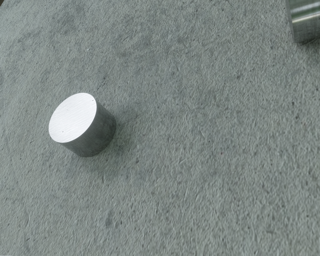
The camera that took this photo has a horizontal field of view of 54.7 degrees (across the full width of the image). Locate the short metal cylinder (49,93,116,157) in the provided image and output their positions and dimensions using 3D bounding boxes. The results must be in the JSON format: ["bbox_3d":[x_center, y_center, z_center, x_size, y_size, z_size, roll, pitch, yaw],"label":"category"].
[{"bbox_3d":[-0.111,-0.004,0.449,0.080,0.050,0.080,-13,56,21],"label":"short metal cylinder"}]

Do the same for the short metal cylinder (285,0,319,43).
[{"bbox_3d":[0.178,-0.146,0.365,0.050,0.080,0.080,-11,57,23],"label":"short metal cylinder"}]
